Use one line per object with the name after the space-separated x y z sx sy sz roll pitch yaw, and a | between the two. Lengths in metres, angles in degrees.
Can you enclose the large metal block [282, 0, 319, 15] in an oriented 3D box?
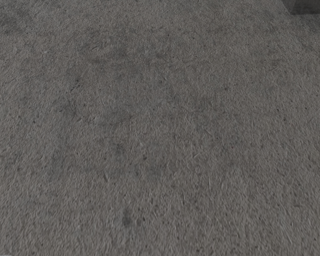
0.294 -0.271 0.616 0.081 0.050 0.080 -3 50 -3 | large metal block
